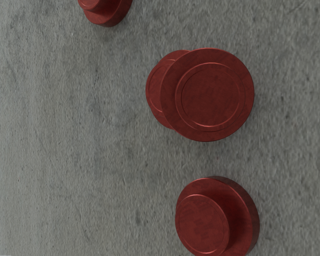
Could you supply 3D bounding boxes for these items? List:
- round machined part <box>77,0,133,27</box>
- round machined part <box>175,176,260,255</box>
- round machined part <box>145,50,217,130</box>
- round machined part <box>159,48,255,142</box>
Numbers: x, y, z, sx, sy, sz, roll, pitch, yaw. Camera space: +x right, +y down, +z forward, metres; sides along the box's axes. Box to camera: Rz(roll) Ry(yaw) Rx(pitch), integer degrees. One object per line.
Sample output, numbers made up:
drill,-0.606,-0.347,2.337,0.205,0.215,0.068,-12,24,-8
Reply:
round machined part,-0.088,-0.205,0.464,0.098,0.042,0.097,0,90,39
round machined part,0.056,0.105,0.346,0.098,0.042,0.097,0,90,39
round machined part,0.021,-0.046,0.375,0.098,0.042,0.097,0,90,39
round machined part,0.048,-0.033,0.318,0.099,0.042,0.097,0,101,-1
